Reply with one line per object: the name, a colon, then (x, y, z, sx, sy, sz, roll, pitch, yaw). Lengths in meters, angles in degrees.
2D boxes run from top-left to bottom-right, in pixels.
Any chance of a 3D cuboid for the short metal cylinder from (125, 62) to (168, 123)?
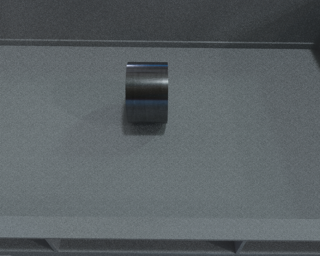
short metal cylinder: (-0.016, -0.046, 0.405, 0.050, 0.080, 0.080, 0, 50, 0)
